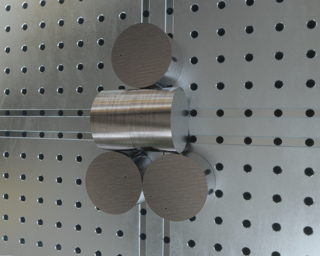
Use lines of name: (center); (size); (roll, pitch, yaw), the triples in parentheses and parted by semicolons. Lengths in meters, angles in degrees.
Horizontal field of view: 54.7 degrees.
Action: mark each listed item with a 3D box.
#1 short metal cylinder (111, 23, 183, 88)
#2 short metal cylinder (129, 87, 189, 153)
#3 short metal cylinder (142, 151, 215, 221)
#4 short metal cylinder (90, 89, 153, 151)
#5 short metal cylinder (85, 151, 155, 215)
short metal cylinder: (-0.015, -0.089, 0.404); (0.080, 0.050, 0.079); (0, 90, 19)
short metal cylinder: (0.001, -0.010, 0.383); (0.050, 0.080, 0.079); (0, 90, 20)
short metal cylinder: (0.025, 0.070, 0.388); (0.080, 0.050, 0.079); (0, 90, 19)
short metal cylinder: (-0.046, -0.010, 0.399); (0.050, 0.080, 0.079); (0, 90, 20)
short metal cylinder: (-0.051, 0.070, 0.415); (0.080, 0.050, 0.079); (0, 90, 19)
